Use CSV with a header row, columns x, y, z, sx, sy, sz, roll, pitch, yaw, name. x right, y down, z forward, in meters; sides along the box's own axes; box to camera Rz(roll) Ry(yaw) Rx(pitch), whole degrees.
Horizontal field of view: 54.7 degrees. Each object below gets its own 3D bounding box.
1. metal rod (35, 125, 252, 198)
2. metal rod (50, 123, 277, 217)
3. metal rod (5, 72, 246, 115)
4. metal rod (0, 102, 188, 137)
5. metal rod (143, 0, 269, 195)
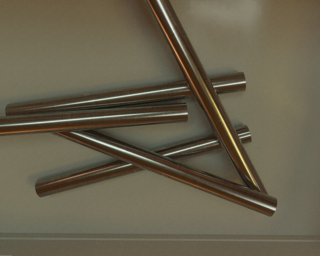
x,y,z,sx,sy,sz,roll,pitch,yaw,name
-0.026,0.047,0.428,0.301,0.025,0.025,-15,110,5,metal rod
0.001,0.048,0.399,0.301,0.025,0.025,20,109,4,metal rod
-0.044,-0.039,0.396,0.302,0.025,0.025,-8,110,2,metal rod
-0.117,-0.008,0.384,0.302,0.025,0.025,-4,110,-3,metal rod
0.061,-0.028,0.373,0.025,0.025,0.299,-28,108,10,metal rod
